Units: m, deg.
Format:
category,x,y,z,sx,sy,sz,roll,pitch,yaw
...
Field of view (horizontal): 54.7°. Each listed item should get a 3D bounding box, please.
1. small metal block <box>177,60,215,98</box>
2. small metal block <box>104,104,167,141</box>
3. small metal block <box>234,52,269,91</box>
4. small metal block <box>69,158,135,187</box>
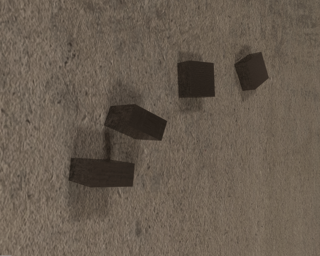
category,x,y,z,sx,sy,sz,roll,pitch,yaw
small metal block,0.053,-0.070,0.452,0.050,0.025,0.050,-5,93,-40
small metal block,-0.029,-0.006,0.366,0.050,0.050,0.025,27,73,-37
small metal block,0.161,-0.099,0.543,0.050,0.025,0.050,-36,113,-34
small metal block,-0.064,0.048,0.337,0.050,0.050,0.025,8,85,-40
